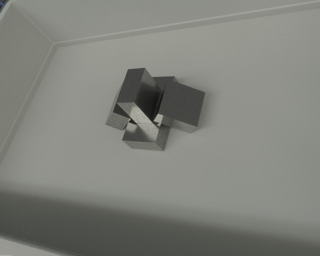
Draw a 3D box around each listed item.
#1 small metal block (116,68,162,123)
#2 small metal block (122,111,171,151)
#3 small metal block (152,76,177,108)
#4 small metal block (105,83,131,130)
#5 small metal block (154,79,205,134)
[{"bbox_3d":[-0.025,-0.040,0.392,0.025,0.050,0.050,1,62,28],"label":"small metal block"},{"bbox_3d":[-0.016,0.001,0.411,0.050,0.025,0.050,3,63,29],"label":"small metal block"},{"bbox_3d":[-0.004,-0.044,0.431,0.050,0.025,0.050,3,63,29],"label":"small metal block"},{"bbox_3d":[-0.052,-0.030,0.432,0.050,0.025,0.050,139,150,-62],"label":"small metal block"},{"bbox_3d":[0.025,-0.027,0.392,0.050,0.025,0.050,19,67,-7],"label":"small metal block"}]
